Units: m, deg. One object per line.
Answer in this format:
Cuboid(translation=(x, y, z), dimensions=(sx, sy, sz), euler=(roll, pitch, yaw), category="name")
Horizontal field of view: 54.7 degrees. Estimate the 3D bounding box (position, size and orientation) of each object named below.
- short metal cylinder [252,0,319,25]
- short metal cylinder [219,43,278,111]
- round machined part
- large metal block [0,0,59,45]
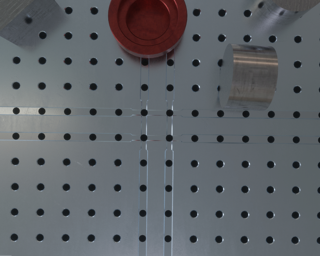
Cuboid(translation=(0.167, -0.182, 0.402), dimensions=(0.081, 0.050, 0.079), euler=(0, 90, 0), category="short metal cylinder")
Cuboid(translation=(0.107, -0.063, 0.387), dimensions=(0.050, 0.080, 0.080), euler=(4, 90, 0), category="short metal cylinder")
Cuboid(translation=(-0.015, -0.140, 0.405), dimensions=(0.099, 0.042, 0.097), euler=(0, 90, 0), category="round machined part")
Cuboid(translation=(-0.195, -0.170, 0.399), dimensions=(0.080, 0.050, 0.080), euler=(-43, 90, 0), category="large metal block")
